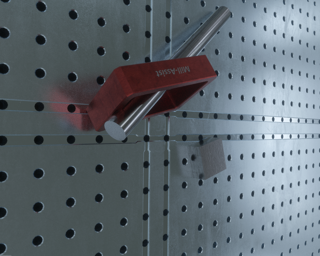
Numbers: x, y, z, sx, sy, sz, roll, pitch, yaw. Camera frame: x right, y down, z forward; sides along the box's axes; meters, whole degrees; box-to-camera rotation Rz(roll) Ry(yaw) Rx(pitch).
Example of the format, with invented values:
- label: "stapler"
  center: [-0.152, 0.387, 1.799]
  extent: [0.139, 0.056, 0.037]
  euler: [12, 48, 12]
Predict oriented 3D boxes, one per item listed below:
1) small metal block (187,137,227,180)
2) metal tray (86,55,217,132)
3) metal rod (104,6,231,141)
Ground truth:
- label: "small metal block"
  center: [0.072, 0.045, 0.469]
  extent: [0.050, 0.025, 0.050]
  euler: [-18, 102, -39]
- label: "metal tray"
  center: [-0.008, -0.041, 0.356]
  extent: [0.131, 0.090, 0.030]
  euler: [-18, 76, -39]
- label: "metal rod"
  center: [0.028, -0.089, 0.399]
  extent: [0.301, 0.025, 0.025]
  euler: [-52, 121, -39]
